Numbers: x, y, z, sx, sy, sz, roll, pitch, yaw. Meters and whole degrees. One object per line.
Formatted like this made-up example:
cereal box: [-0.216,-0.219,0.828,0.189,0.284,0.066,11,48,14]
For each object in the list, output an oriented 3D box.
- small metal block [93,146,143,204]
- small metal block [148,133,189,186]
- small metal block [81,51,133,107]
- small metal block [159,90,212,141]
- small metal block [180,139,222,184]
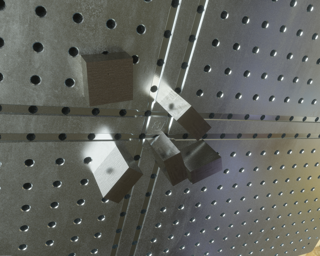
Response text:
small metal block: [-0.055,0.059,0.401,0.025,0.050,0.050,34,99,-38]
small metal block: [0.011,0.043,0.427,0.025,0.050,0.050,-28,128,-11]
small metal block: [-0.058,-0.055,0.345,0.050,0.025,0.050,-11,123,-22]
small metal block: [0.033,-0.017,0.402,0.025,0.050,0.050,-46,129,4]
small metal block: [0.055,0.048,0.454,0.050,0.050,0.025,-23,127,-15]
